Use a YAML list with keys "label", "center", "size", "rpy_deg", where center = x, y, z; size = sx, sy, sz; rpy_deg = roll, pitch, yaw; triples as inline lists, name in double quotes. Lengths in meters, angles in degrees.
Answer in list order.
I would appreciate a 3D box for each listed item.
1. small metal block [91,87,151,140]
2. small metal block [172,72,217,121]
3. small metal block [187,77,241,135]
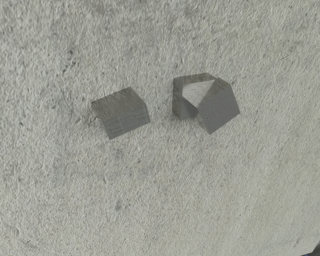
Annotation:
- label: "small metal block"
  center: [-0.045, -0.018, 0.354]
  size: [0.050, 0.050, 0.025]
  rpy_deg: [-24, 127, -14]
- label: "small metal block"
  center: [0.045, -0.042, 0.405]
  size: [0.050, 0.025, 0.050]
  rpy_deg: [-12, 124, -22]
- label: "small metal block"
  center: [0.069, -0.028, 0.395]
  size: [0.050, 0.025, 0.050]
  rpy_deg: [-36, 129, -5]
